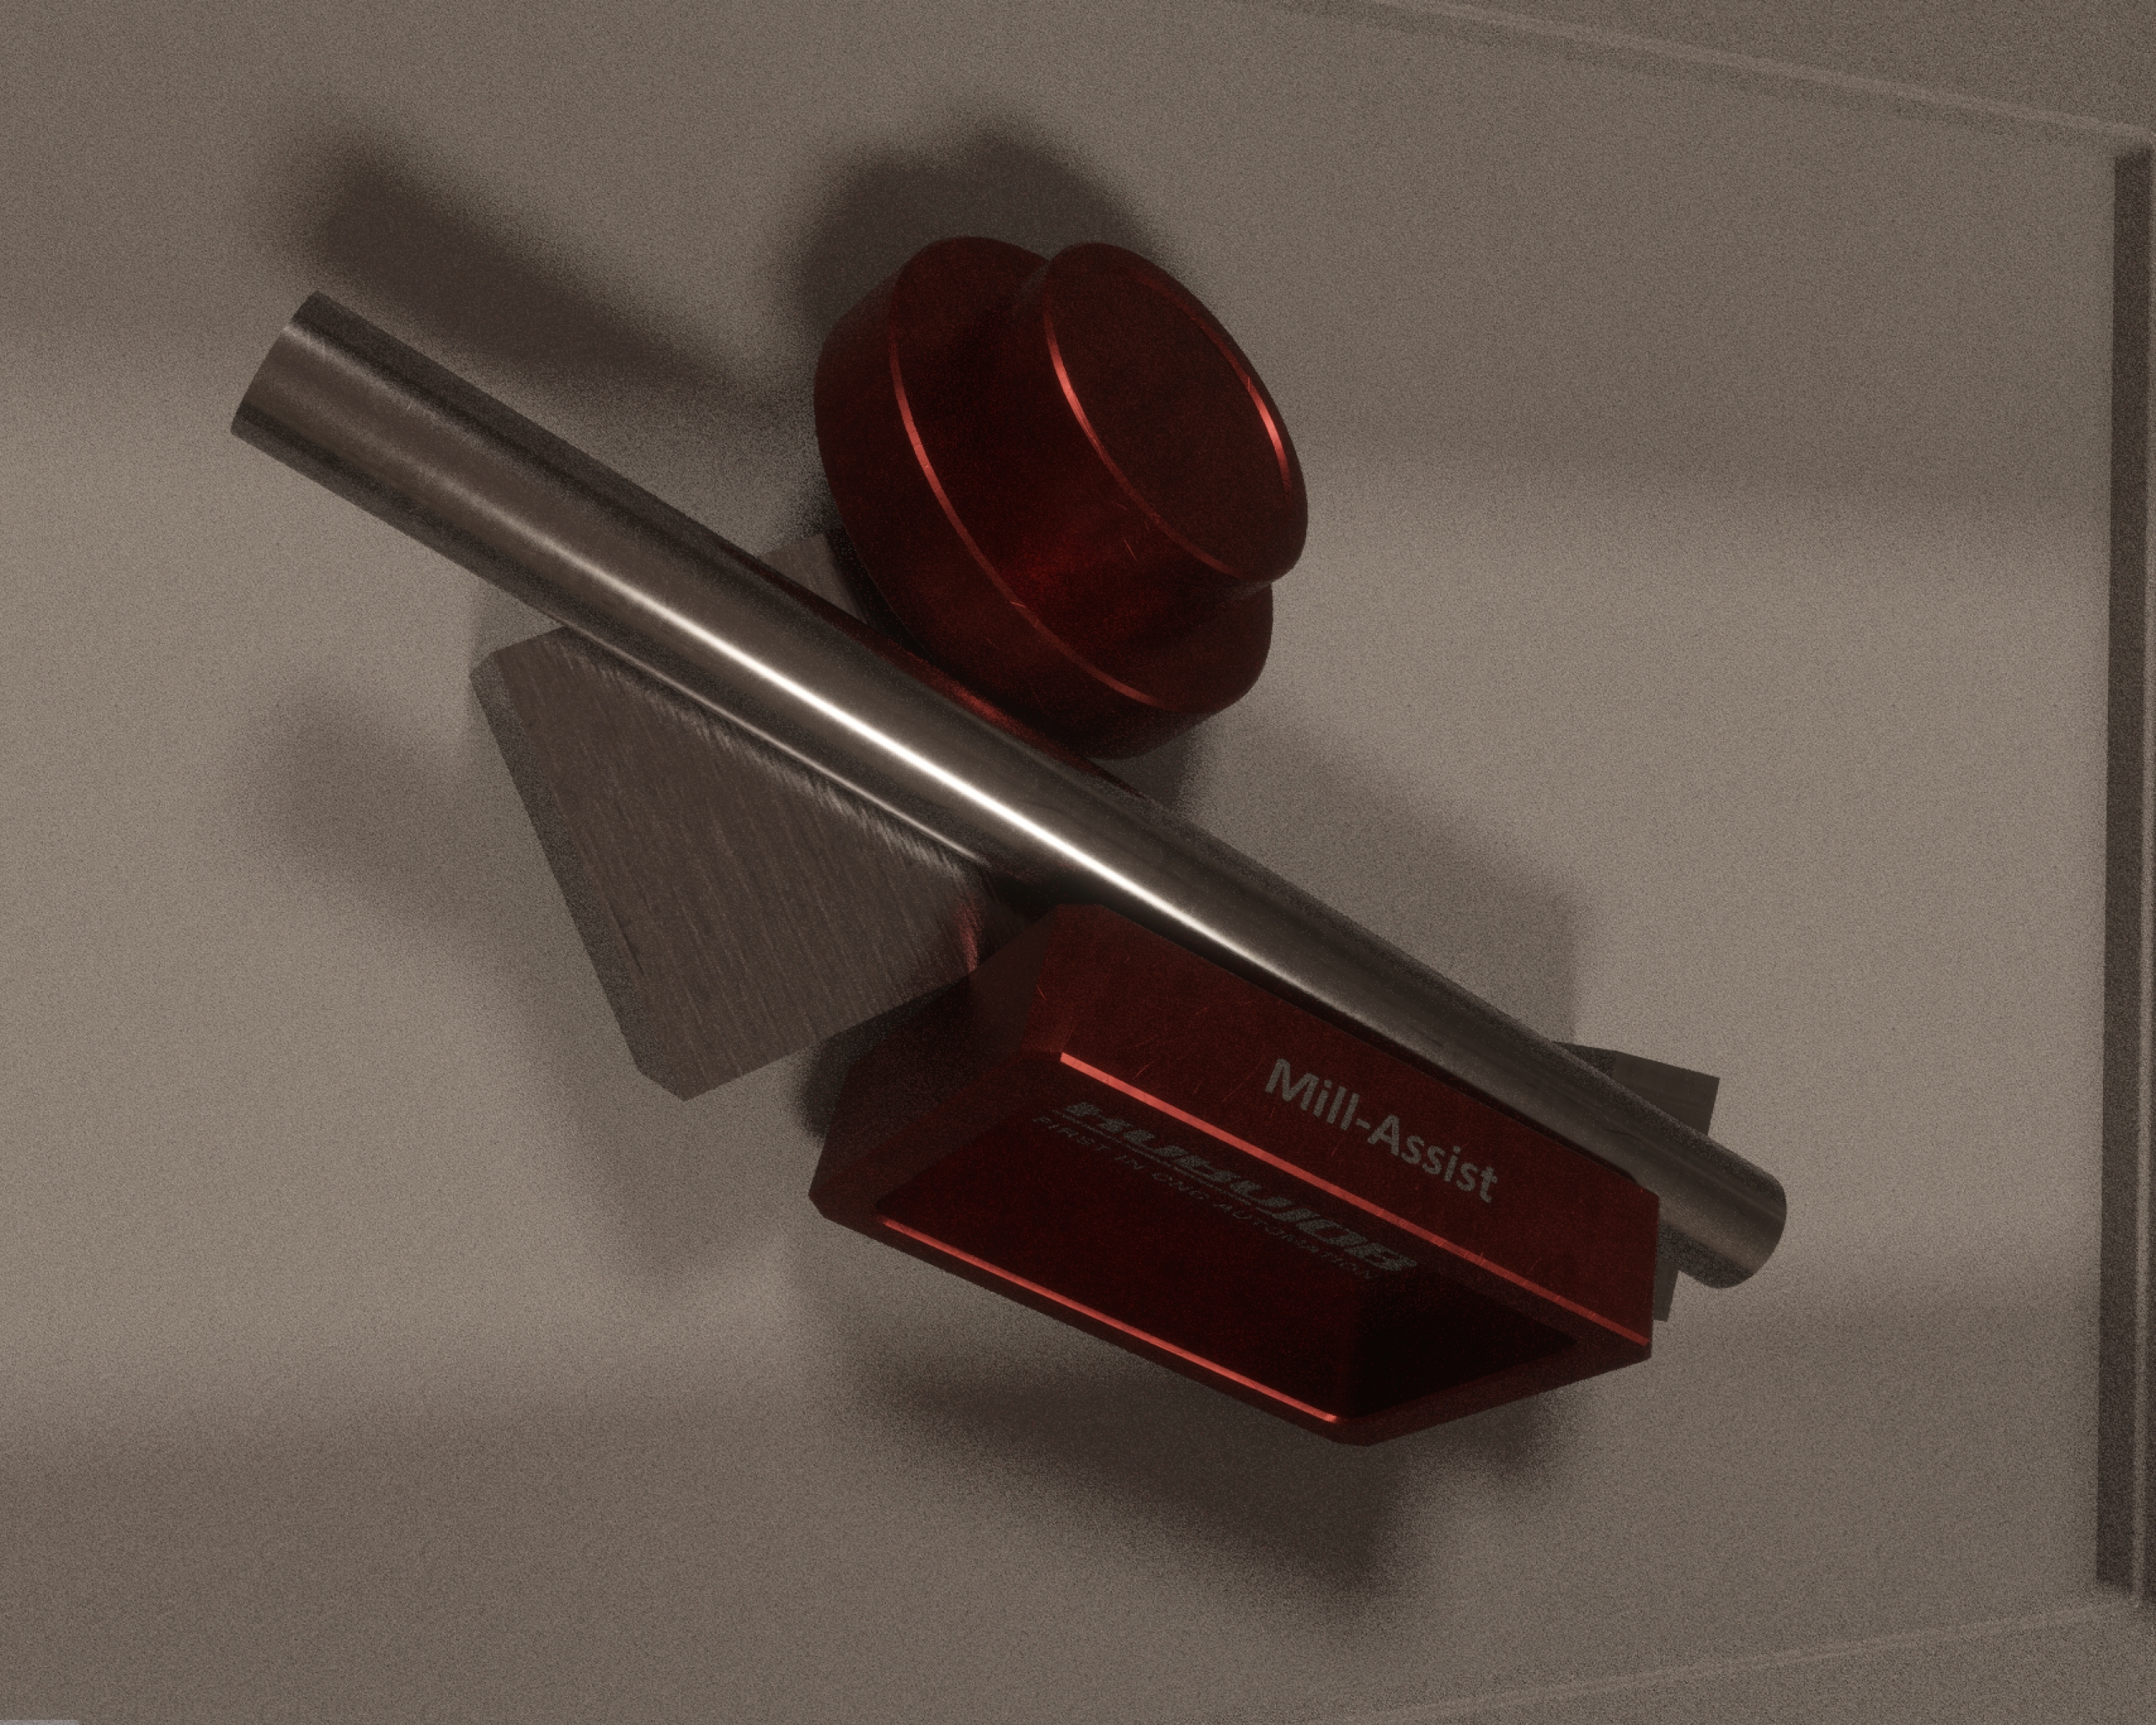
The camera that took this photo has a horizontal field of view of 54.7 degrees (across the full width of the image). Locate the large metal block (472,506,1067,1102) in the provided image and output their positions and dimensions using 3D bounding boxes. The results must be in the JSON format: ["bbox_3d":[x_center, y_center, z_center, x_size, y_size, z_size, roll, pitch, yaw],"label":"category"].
[{"bbox_3d":[-0.053,-0.012,0.376,0.081,0.050,0.080,-24,98,-19],"label":"large metal block"}]

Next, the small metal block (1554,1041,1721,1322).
[{"bbox_3d":[0.103,0.064,0.435,0.025,0.050,0.050,16,85,-20],"label":"small metal block"}]

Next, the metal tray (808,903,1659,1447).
[{"bbox_3d":[0.028,0.063,0.382,0.131,0.090,0.030,28,53,-19],"label":"metal tray"}]

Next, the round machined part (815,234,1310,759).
[{"bbox_3d":[0.004,-0.071,0.375,0.098,0.042,0.098,31,45,-35],"label":"round machined part"}]

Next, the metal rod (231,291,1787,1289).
[{"bbox_3d":[0.004,-0.002,0.357,0.301,0.025,0.025,30,80,-18],"label":"metal rod"}]
